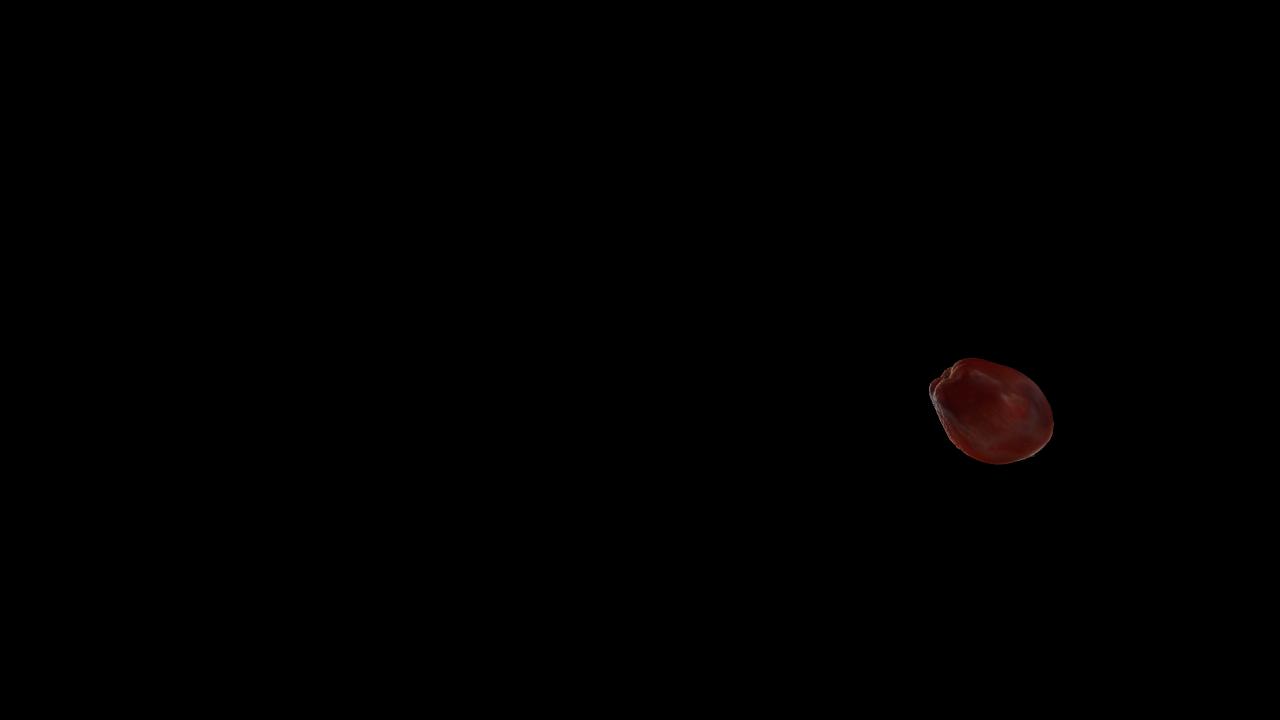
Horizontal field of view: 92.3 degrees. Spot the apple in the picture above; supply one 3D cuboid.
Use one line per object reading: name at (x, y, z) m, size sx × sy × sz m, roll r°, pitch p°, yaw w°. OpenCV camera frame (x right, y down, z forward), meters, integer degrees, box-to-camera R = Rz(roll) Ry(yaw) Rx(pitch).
apple at (0.287, 0.042, 0.502) m, size 0.079 × 0.093 × 0.079 m, roll -44°, pitch -7°, yaw -7°
